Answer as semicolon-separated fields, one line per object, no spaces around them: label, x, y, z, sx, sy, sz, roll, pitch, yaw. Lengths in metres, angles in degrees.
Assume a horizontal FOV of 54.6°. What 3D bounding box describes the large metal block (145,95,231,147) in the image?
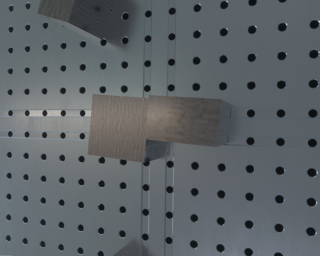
large metal block;0.037;-0.009;0.371;0.080;0.080;0.050;5;92;20

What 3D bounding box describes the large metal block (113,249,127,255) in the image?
large metal block;-0.058;0.231;0.420;0.080;0.050;0.080;39;102;16

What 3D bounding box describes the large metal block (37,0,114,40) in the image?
large metal block;-0.108;-0.176;0.422;0.050;0.080;0.080;21;97;19

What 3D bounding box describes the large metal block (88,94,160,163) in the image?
large metal block;-0.045;-0.001;0.416;0.080;0.050;0.080;6;92;20
